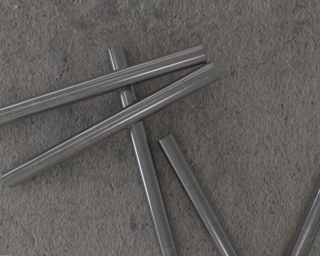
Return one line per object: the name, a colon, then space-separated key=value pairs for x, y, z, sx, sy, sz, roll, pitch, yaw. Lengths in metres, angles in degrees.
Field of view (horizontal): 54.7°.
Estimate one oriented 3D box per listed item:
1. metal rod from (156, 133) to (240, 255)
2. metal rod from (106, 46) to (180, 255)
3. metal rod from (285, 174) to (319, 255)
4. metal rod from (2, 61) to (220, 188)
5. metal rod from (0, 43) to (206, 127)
metal rod: x=0.078 y=0.143 z=0.410 sx=0.025 sy=0.025 sz=0.299 roll=-29 pitch=90 yaw=0
metal rod: x=-0.020 y=0.041 z=0.409 sx=0.025 sy=0.025 sz=0.298 roll=-15 pitch=90 yaw=0
metal rod: x=0.214 y=0.092 z=0.411 sx=0.025 sy=0.025 sz=0.299 roll=23 pitch=90 yaw=0
metal rod: x=-0.067 y=0.000 z=0.388 sx=0.301 sy=0.025 sz=0.025 roll=-27 pitch=90 yaw=8
metal rod: x=-0.092 y=-0.048 z=0.389 sx=0.301 sy=0.025 sz=0.025 roll=-16 pitch=90 yaw=7
